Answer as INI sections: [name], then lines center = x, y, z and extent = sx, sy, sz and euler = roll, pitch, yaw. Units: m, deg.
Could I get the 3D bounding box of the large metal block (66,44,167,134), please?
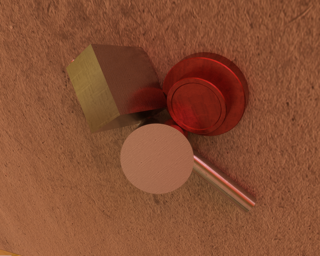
[large metal block]
center = -0.047, -0.046, 0.354
extent = 0.050, 0.081, 0.080
euler = -29, 81, 39

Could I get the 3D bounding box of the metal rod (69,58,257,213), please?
[metal rod]
center = 0.001, 0.008, 0.412
extent = 0.300, 0.025, 0.025
euler = 38, 129, 1

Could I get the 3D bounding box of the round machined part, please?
[round machined part]
center = 0.047, -0.032, 0.351
extent = 0.098, 0.042, 0.097
euler = 13, 124, 20

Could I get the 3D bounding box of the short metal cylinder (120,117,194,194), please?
[short metal cylinder]
center = -0.001, 0.030, 0.362
extent = 0.080, 0.050, 0.079
euler = 1, 101, 5

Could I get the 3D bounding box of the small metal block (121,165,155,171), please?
[small metal block]
center = -0.017, 0.043, 0.427
extent = 0.050, 0.050, 0.025
euler = -23, 105, 35
